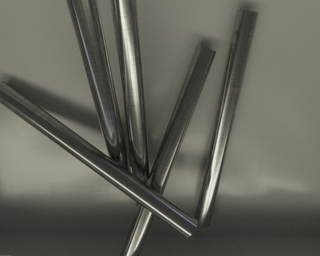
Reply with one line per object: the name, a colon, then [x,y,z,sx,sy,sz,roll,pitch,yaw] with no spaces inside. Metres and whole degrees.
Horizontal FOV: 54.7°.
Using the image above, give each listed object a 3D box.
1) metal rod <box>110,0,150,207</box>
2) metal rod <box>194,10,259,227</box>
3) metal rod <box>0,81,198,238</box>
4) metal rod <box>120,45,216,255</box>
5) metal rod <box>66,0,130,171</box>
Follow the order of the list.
metal rod: [-0.029,-0.012,0.369,0.025,0.025,0.298,-3,124,1]
metal rod: [0.083,0.002,0.412,0.025,0.025,0.298,7,110,-3]
metal rod: [-0.083,0.038,0.387,0.301,0.025,0.025,36,107,2]
metal rod: [0.007,0.042,0.402,0.025,0.025,0.298,19,100,-7]
metal rod: [-0.060,-0.038,0.329,0.025,0.025,0.298,-3,136,1]
